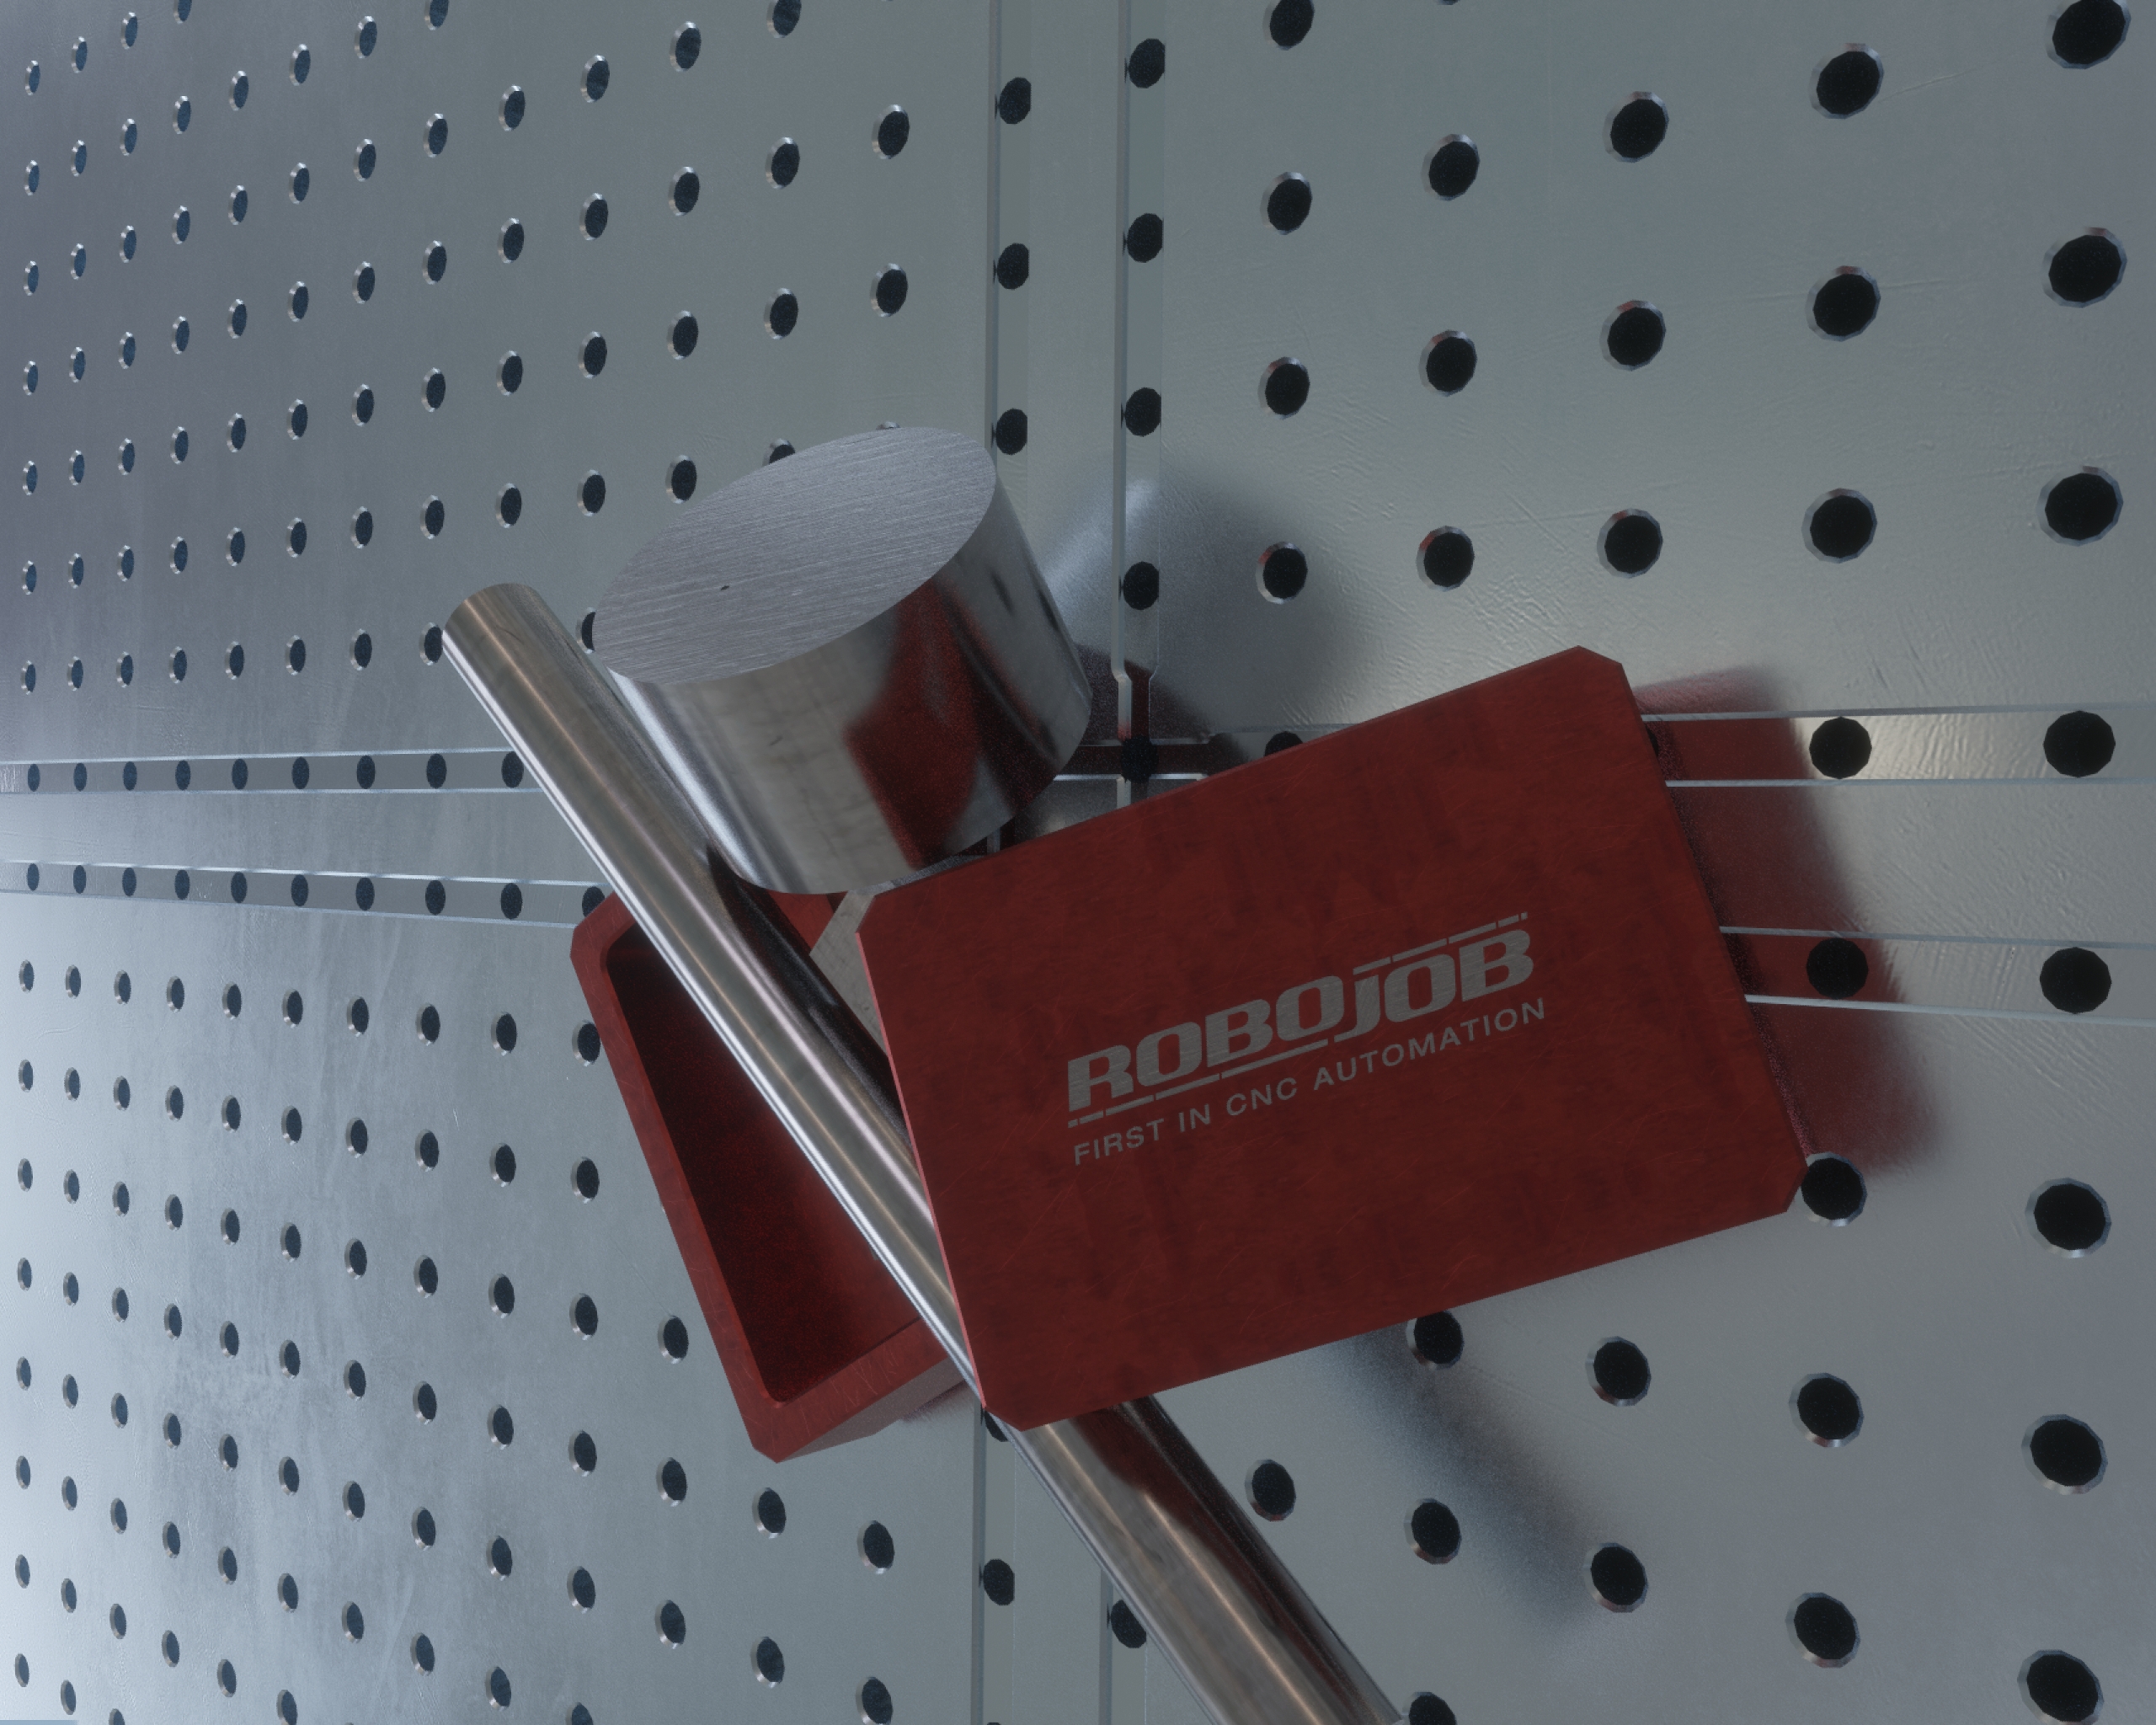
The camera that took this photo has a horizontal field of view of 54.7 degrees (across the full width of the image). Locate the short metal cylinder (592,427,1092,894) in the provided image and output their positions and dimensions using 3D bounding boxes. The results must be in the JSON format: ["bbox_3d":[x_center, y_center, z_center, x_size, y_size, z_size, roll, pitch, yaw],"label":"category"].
[{"bbox_3d":[-0.044,-0.039,0.397,0.080,0.080,0.050,11,139,39],"label":"short metal cylinder"}]

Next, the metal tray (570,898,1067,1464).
[{"bbox_3d":[-0.054,0.049,0.445,0.090,0.030,0.130,-39,67,33],"label":"metal tray"}]

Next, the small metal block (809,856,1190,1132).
[{"bbox_3d":[-0.014,0.024,0.399,0.050,0.050,0.025,48,119,29],"label":"small metal block"}]

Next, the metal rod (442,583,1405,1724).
[{"bbox_3d":[-0.045,0.045,0.402,0.300,0.025,0.025,49,119,28],"label":"metal rod"}]

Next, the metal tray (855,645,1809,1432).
[{"bbox_3d":[0.038,0.030,0.336,0.130,0.030,0.090,-19,77,13],"label":"metal tray"}]
